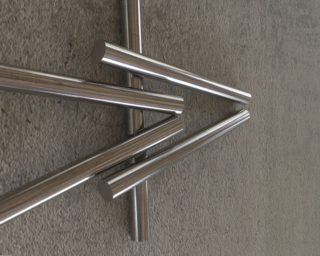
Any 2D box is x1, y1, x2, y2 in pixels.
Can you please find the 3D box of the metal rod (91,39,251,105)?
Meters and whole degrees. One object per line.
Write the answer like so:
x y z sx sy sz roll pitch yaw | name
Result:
0.041 -0.064 0.422 0.302 0.025 0.025 7 86 -46 | metal rod

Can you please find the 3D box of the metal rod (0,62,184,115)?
-0.102 -0.041 0.304 0.302 0.025 0.025 6 86 -34 | metal rod

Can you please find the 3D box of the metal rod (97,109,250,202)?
0.043 0.022 0.424 0.302 0.025 0.025 -23 105 -44 | metal rod

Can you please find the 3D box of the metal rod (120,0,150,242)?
-0.031 -0.012 0.382 0.025 0.025 0.298 -4 93 -40 | metal rod

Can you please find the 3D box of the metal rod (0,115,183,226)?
-0.095 0.051 0.309 0.302 0.025 0.025 -26 107 -32 | metal rod
